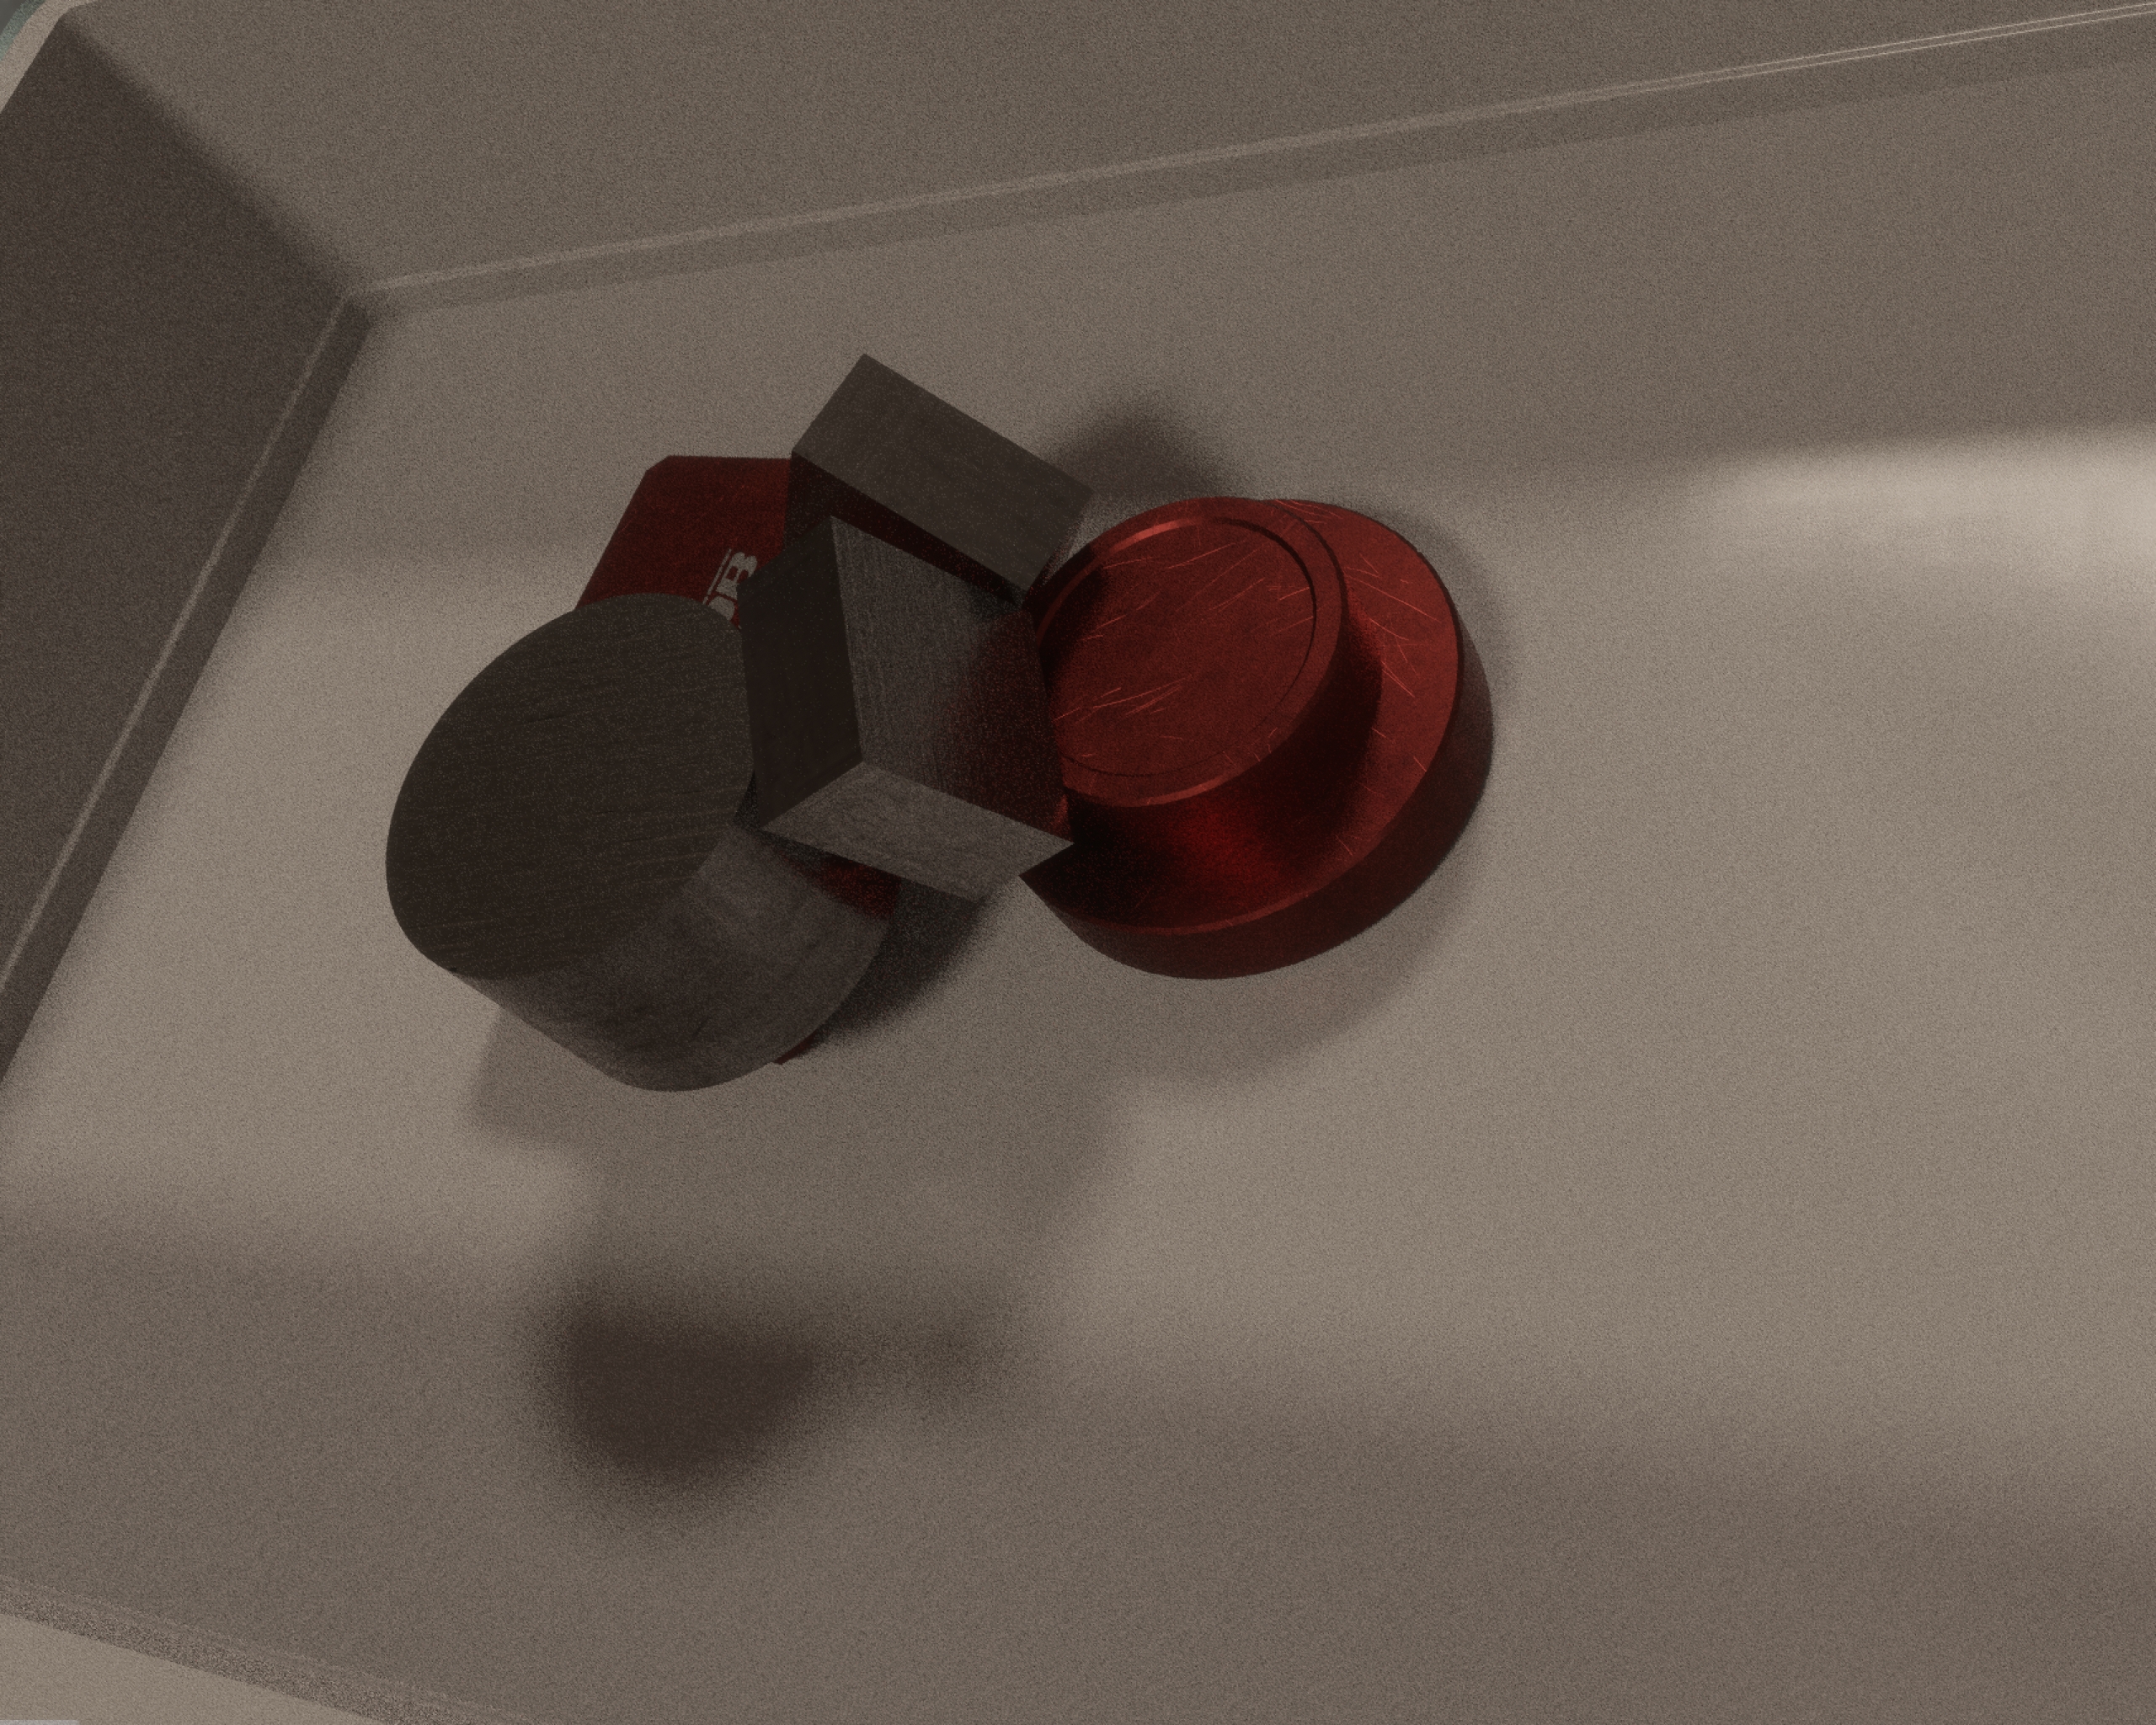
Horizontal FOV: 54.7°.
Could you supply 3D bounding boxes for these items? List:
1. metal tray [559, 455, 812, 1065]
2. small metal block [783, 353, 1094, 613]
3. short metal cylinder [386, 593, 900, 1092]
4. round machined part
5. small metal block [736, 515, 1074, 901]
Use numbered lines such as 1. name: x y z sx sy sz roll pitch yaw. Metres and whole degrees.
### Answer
1. metal tray: -0.077 -0.027 0.453 0.090 0.030 0.130 8 66 31
2. small metal block: -0.029 -0.065 0.409 0.050 0.050 0.025 31 70 0
3. short metal cylinder: -0.080 -0.003 0.392 0.080 0.050 0.080 -13 56 20
4. round machined part: 0.025 -0.031 0.397 0.098 0.042 0.098 -13 56 20
5. small metal block: -0.031 -0.026 0.368 0.025 0.050 0.050 -30 56 33
